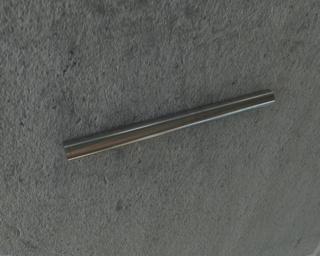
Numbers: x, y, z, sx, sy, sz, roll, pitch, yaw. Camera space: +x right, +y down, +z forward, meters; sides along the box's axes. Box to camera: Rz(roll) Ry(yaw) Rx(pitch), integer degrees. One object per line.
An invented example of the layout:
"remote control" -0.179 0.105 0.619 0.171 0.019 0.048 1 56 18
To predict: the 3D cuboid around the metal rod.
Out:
"metal rod" 0.026 -0.010 0.414 0.302 0.025 0.025 -15 125 -20
